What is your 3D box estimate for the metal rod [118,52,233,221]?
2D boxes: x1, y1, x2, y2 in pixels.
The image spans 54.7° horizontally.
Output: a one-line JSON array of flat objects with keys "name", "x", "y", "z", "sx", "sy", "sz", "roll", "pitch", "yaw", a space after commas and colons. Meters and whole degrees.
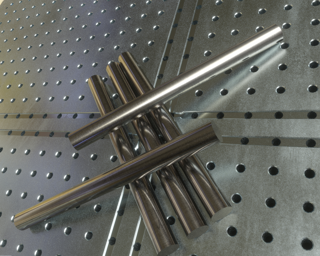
[{"name": "metal rod", "x": 0.004, "y": -0.012, "z": 0.412, "sx": 0.025, "sy": 0.025, "sz": 0.300, "roll": -35, "pitch": 52, "yaw": 5}]

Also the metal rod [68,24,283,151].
[{"name": "metal rod", "x": 0.021, "y": -0.053, "z": 0.402, "sx": 0.301, "sy": 0.025, "sz": 0.025, "roll": -28, "pitch": 52, "yaw": -1}]

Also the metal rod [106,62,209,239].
[{"name": "metal rod", "x": -0.018, "y": 0.005, "z": 0.413, "sx": 0.025, "sy": 0.025, "sz": 0.300, "roll": -34, "pitch": 52, "yaw": 6}]

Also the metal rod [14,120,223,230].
[{"name": "metal rod", "x": -0.066, "y": 0.066, "z": 0.374, "sx": 0.300, "sy": 0.025, "sz": 0.025, "roll": -27, "pitch": 52, "yaw": 21}]

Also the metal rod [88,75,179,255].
[{"name": "metal rod", "x": -0.049, "y": 0.026, "z": 0.416, "sx": 0.025, "sy": 0.025, "sz": 0.300, "roll": -34, "pitch": 52, "yaw": 6}]
